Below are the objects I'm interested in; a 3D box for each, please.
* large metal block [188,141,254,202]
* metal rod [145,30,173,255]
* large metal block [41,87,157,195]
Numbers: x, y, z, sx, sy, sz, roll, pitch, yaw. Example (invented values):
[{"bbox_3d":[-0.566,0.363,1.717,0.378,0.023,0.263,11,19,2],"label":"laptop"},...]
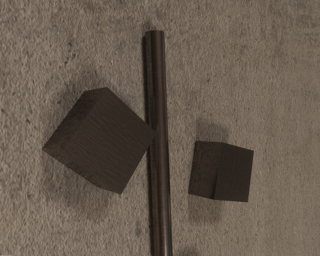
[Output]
[{"bbox_3d":[0.094,0.066,0.470,0.081,0.050,0.080,15,81,-39],"label":"large metal block"},{"bbox_3d":[-0.001,0.026,0.405,0.025,0.025,0.298,-4,93,-40],"label":"metal rod"},{"bbox_3d":[-0.063,0.014,0.337,0.080,0.050,0.080,44,63,-31],"label":"large metal block"}]
